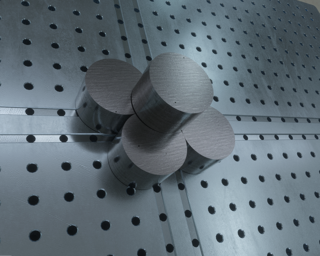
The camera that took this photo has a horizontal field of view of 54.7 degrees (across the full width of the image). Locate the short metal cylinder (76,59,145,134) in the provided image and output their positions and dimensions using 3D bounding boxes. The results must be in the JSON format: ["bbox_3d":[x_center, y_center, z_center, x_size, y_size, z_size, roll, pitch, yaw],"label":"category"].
[{"bbox_3d":[-0.059,-0.039,0.384,0.081,0.050,0.080,14,56,-21],"label":"short metal cylinder"}]

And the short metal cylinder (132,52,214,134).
[{"bbox_3d":[0.014,-0.040,0.359,0.081,0.050,0.080,14,57,-22],"label":"short metal cylinder"}]

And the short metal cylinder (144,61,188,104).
[{"bbox_3d":[0.009,-0.051,0.429,0.081,0.050,0.080,14,56,-21],"label":"short metal cylinder"}]

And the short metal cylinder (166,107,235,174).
[{"bbox_3d":[0.051,0.015,0.412,0.081,0.050,0.080,14,56,-21],"label":"short metal cylinder"}]

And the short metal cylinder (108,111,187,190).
[{"bbox_3d":[-0.015,0.027,0.368,0.081,0.050,0.080,14,56,-21],"label":"short metal cylinder"}]
